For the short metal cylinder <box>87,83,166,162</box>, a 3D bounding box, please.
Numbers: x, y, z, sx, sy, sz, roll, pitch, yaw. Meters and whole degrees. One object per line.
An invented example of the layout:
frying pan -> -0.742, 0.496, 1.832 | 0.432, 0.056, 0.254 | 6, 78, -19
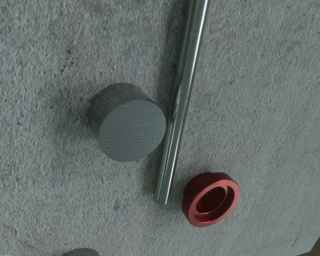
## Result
short metal cylinder -> -0.040, -0.007, 0.366 | 0.081, 0.050, 0.079 | -14, 125, -21

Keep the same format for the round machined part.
round machined part -> 0.078, 0.112, 0.510 | 0.099, 0.042, 0.097 | -14, 125, -21

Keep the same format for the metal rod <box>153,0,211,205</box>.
metal rod -> 0.023, -0.020, 0.408 | 0.025, 0.025, 0.298 | -5, 121, -26

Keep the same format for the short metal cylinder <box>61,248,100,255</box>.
short metal cylinder -> -0.122, 0.230, 0.468 | 0.081, 0.050, 0.079 | -14, 125, -21
